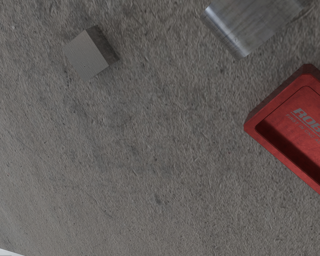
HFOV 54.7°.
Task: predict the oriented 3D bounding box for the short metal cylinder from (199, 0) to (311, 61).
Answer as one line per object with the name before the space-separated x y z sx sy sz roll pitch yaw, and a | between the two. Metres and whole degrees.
short metal cylinder | 0.081 -0.104 0.265 0.050 0.080 0.080 47 129 -5

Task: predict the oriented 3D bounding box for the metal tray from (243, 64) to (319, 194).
metal tray | 0.166 0.009 0.321 0.130 0.030 0.089 41 129 0

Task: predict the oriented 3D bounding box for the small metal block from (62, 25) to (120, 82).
small metal block | -0.088 -0.094 0.395 0.050 0.025 0.050 -23 106 36
